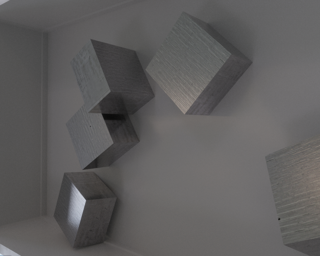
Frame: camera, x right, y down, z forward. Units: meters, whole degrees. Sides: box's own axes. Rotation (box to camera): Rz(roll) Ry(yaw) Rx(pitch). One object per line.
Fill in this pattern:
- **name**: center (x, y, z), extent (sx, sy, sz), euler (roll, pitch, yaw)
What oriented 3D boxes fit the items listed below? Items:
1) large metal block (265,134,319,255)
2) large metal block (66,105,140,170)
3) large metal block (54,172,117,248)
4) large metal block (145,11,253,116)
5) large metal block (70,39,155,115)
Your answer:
- **large metal block**: center (0.142, 0.052, 0.253), extent (0.080, 0.050, 0.080), euler (-31, 43, 36)
- **large metal block**: center (-0.087, 0.007, 0.463), extent (0.080, 0.050, 0.080), euler (-38, 67, 33)
- **large metal block**: center (-0.118, 0.123, 0.480), extent (0.080, 0.050, 0.079), euler (32, 110, 45)
- **large metal block**: center (0.042, -0.071, 0.356), extent (0.080, 0.050, 0.080), euler (52, 120, 27)
- **large metal block**: center (-0.064, -0.066, 0.424), extent (0.050, 0.081, 0.080), euler (-36, 68, 34)
